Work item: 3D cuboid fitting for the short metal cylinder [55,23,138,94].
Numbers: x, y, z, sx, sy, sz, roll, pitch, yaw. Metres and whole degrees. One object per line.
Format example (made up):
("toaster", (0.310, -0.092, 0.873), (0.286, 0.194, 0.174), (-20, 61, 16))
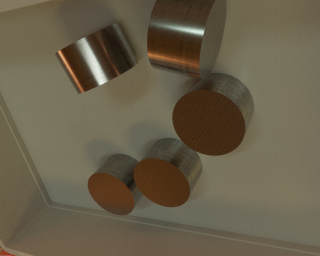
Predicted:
("short metal cylinder", (-0.072, -0.081, 0.360), (0.080, 0.080, 0.050), (-15, 111, 34))

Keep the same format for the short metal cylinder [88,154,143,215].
("short metal cylinder", (-0.063, 0.087, 0.477), (0.080, 0.050, 0.079), (13, 124, 20))

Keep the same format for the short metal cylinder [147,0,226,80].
("short metal cylinder", (0.028, -0.091, 0.301), (0.050, 0.080, 0.079), (17, 125, 18))

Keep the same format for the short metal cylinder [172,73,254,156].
("short metal cylinder", (0.061, -0.016, 0.350), (0.080, 0.050, 0.079), (13, 124, 20))

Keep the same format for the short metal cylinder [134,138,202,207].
("short metal cylinder", (0.012, 0.060, 0.423), (0.080, 0.050, 0.079), (13, 124, 20))
